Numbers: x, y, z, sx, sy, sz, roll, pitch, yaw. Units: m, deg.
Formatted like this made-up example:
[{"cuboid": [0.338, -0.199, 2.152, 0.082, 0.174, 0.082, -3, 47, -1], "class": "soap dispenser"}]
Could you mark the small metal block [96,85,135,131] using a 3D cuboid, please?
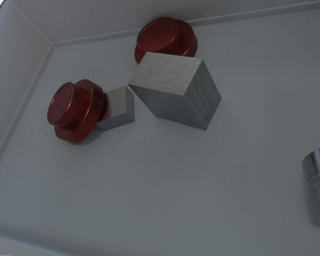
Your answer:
[{"cuboid": [-0.066, -0.029, 0.456, 0.050, 0.025, 0.050, -18, 55, 17], "class": "small metal block"}]

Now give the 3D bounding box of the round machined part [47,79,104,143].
[{"cuboid": [-0.131, -0.030, 0.461, 0.098, 0.042, 0.098, -24, 53, 36], "class": "round machined part"}]

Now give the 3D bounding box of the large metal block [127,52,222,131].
[{"cuboid": [0.021, -0.046, 0.387, 0.080, 0.080, 0.050, 16, 71, 34], "class": "large metal block"}]

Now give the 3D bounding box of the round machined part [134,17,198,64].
[{"cuboid": [0.004, -0.129, 0.471, 0.098, 0.042, 0.098, -13, 57, 21], "class": "round machined part"}]

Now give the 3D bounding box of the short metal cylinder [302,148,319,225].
[{"cuboid": [0.165, 0.048, 0.255, 0.080, 0.080, 0.050, -12, 57, 21], "class": "short metal cylinder"}]
